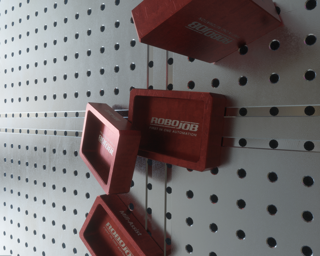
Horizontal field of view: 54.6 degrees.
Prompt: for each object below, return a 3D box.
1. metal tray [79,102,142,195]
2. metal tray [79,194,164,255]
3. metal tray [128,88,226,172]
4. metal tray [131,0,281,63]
[{"bbox_3d":[-0.076,0.024,0.441,0.130,0.030,0.089,35,117,53],"label":"metal tray"},{"bbox_3d":[-0.062,0.171,0.458,0.130,0.030,0.090,42,115,32],"label":"metal tray"},{"bbox_3d":[0.014,-0.002,0.394,0.130,0.030,0.089,9,96,39],"label":"metal tray"},{"bbox_3d":[0.049,-0.106,0.301,0.090,0.131,0.030,-25,74,37],"label":"metal tray"}]
